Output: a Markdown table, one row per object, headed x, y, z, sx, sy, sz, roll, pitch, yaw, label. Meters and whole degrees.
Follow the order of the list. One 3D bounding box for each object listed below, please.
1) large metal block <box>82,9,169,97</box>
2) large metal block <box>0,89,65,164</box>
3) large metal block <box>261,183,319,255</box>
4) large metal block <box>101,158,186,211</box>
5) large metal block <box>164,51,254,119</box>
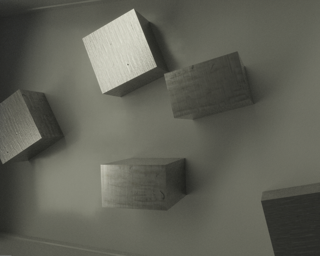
| x | y | z | sx | sy | sz | roll | pitch | yaw | label |
| --- | --- | --- | --- | --- | --- | --- | --- | --- | --- |
| -0.044 | -0.096 | 0.413 | 0.080 | 0.050 | 0.080 | -23 | 82 | 18 | large metal block |
| -0.207 | -0.001 | 0.470 | 0.080 | 0.050 | 0.080 | -31 | 80 | 17 | large metal block |
| 0.163 | 0.108 | 0.340 | 0.080 | 0.050 | 0.080 | -14 | 85 | 19 | large metal block |
| -0.017 | 0.066 | 0.387 | 0.080 | 0.080 | 0.050 | -2 | 89 | 20 | large metal block |
| 0.060 | -0.044 | 0.360 | 0.080 | 0.080 | 0.050 | -14 | 85 | 19 | large metal block |
